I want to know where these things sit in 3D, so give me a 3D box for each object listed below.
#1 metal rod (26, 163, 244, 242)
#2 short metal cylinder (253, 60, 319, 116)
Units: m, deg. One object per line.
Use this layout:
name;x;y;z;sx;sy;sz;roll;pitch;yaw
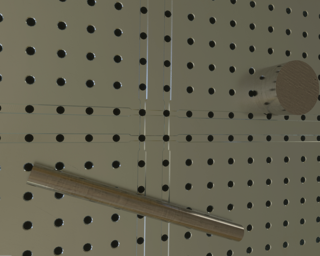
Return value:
metal rod;-0.017;0.104;0.407;0.302;0.025;0.025;21;83;-19
short metal cylinder;0.192;-0.059;0.472;0.081;0.050;0.079;0;90;-20
